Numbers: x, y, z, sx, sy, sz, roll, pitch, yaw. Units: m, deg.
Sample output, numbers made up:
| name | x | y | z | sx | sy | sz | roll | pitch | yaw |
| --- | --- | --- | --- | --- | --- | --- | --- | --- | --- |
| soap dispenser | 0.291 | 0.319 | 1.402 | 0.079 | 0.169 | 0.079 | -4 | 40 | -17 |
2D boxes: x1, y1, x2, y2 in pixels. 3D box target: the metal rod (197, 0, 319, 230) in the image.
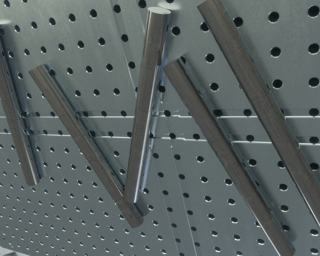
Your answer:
| name | x | y | z | sx | sy | sz | roll | pitch | yaw |
| --- | --- | --- | --- | --- | --- | --- | --- | --- | --- |
| metal rod | 0.126 | -0.004 | 0.341 | 0.025 | 0.025 | 0.299 | -23 | 106 | 36 |

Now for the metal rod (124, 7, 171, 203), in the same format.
| name | x | y | z | sx | sy | sz | roll | pitch | yaw |
| --- | --- | --- | --- | --- | --- | --- | --- | --- | --- |
| metal rod | -0.023 | -0.007 | 0.419 | 0.025 | 0.025 | 0.298 | 22 | 127 | 15 |

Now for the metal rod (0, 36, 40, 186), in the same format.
| name | x | y | z | sx | sy | sz | roll | pitch | yaw |
| --- | --- | --- | --- | --- | --- | --- | --- | --- | --- |
| metal rod | -0.250 | -0.022 | 0.530 | 0.025 | 0.025 | 0.298 | 13 | 124 | 21 |

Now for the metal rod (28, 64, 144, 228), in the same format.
| name | x | y | z | sx | sy | sz | roll | pitch | yaw |
| --- | --- | --- | --- | --- | --- | --- | --- | --- | --- |
| metal rod | -0.110 | 0.038 | 0.492 | 0.025 | 0.025 | 0.299 | -18 | 109 | 35 |

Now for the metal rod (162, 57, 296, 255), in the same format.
| name | x | y | z | sx | sy | sz | roll | pitch | yaw |
| --- | --- | --- | --- | --- | --- | --- | --- | --- | --- |
| metal rod | 0.093 | 0.047 | 0.391 | 0.025 | 0.025 | 0.299 | -24 | 106 | 36 |
